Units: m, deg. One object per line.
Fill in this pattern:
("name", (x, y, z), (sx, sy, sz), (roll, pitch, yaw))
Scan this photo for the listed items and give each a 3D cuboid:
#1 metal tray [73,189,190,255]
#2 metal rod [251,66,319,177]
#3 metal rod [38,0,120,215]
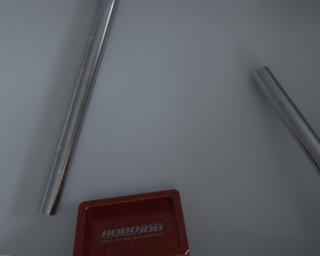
("metal tray", (-0.035, 0.128, 0.379), (0.131, 0.090, 0.030), (-8, 131, -1))
("metal rod", (0.198, 0.050, 0.363), (0.025, 0.025, 0.299), (-27, 70, 0))
("metal rod", (-0.106, -0.033, 0.409), (0.025, 0.025, 0.298), (16, 90, -1))
